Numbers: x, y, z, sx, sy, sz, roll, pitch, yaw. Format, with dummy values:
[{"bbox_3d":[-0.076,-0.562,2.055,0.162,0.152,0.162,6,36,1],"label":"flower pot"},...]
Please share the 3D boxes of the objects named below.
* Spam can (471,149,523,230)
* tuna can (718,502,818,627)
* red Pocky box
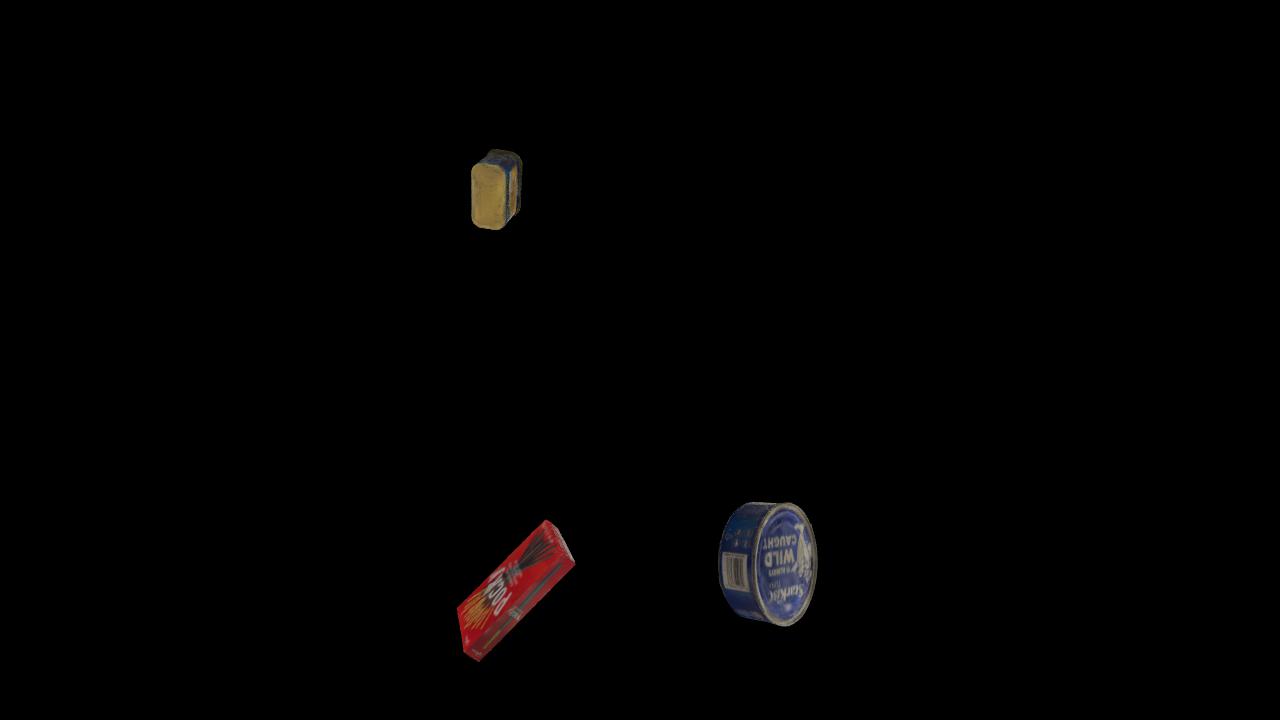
[{"bbox_3d":[-0.216,-0.255,0.925,0.058,0.101,0.085,8,31,-1],"label":"Spam can"},{"bbox_3d":[0.093,0.146,0.445,0.034,0.084,0.084,-10,-7,43],"label":"tuna can"},{"bbox_3d":[-0.149,0.269,0.727,0.028,0.155,0.083,49,-7,-27],"label":"red Pocky box"}]
